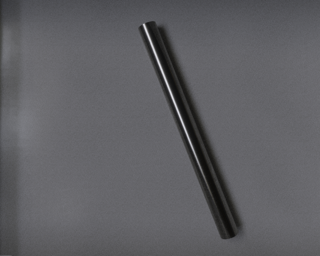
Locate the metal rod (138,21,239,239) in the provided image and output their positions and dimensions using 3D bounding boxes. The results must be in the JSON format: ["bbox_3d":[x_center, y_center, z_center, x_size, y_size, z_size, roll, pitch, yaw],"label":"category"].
[{"bbox_3d":[0.038,0.003,0.411,0.025,0.025,0.299,-22,90,0],"label":"metal rod"}]
